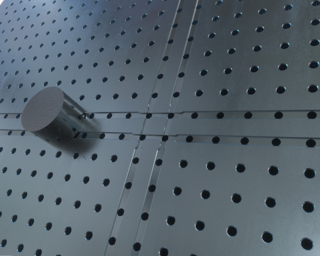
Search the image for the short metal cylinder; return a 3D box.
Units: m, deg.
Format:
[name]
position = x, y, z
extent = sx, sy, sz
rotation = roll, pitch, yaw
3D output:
[short metal cylinder]
position = -0.168, -0.018, 0.489
extent = 0.080, 0.050, 0.080
rotation = -13, 56, 20
